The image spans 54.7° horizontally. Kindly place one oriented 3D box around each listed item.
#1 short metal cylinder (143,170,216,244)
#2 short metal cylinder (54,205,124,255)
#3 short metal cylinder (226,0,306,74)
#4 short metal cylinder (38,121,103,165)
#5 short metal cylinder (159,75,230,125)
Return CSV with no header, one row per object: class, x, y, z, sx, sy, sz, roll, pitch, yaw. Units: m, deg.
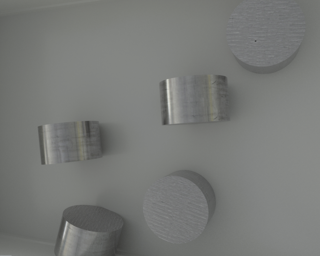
short metal cylinder,0.026,0.096,0.388,0.080,0.050,0.079,0,90,19
short metal cylinder,-0.094,0.143,0.413,0.080,0.080,0.050,16,96,19
short metal cylinder,0.120,-0.106,0.355,0.080,0.050,0.079,0,90,19
short metal cylinder,-0.122,0.020,0.423,0.080,0.080,0.050,-7,88,19
short metal cylinder,0.041,-0.031,0.366,0.080,0.080,0.050,-4,89,19
